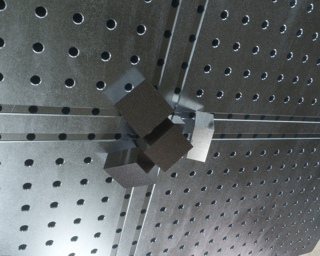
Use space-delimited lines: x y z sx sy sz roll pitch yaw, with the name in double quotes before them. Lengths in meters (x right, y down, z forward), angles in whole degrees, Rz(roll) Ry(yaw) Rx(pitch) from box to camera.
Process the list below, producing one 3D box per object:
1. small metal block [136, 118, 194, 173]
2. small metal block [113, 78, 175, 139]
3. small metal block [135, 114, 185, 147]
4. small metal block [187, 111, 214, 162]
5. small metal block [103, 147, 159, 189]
"small metal block" 0.007 0.021 0.394 0.050 0.025 0.050 -42 130 0
"small metal block" -0.019 -0.023 0.370 0.050 0.025 0.050 -40 94 -1
"small metal block" 0.000 0.009 0.416 0.050 0.025 0.050 1 120 -29
"small metal block" 0.056 0.011 0.428 0.025 0.050 0.050 13 116 2
"small metal block" -0.037 0.053 0.407 0.050 0.025 0.050 -14 135 26
